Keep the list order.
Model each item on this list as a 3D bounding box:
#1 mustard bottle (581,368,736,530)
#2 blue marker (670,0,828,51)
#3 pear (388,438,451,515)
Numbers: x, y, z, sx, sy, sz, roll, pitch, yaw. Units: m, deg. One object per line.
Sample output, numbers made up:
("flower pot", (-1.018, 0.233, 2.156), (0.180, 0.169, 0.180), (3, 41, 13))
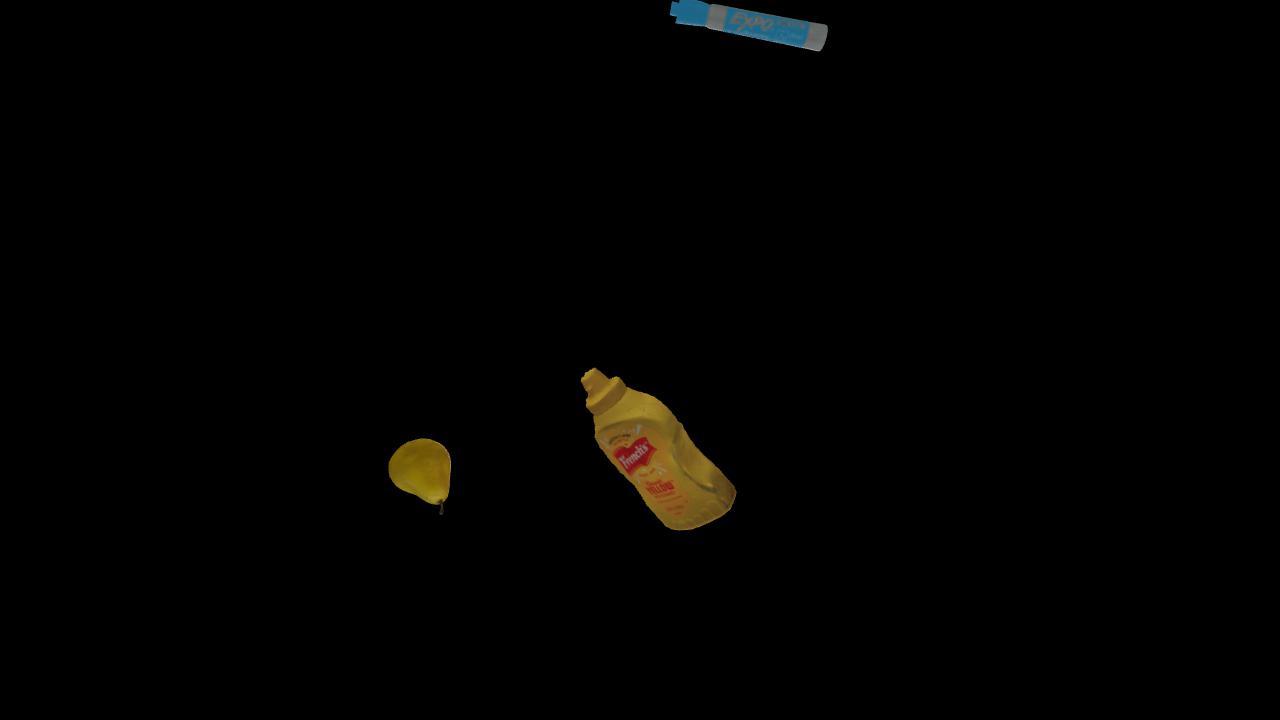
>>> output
("mustard bottle", (0.006, 0.081, 0.594), (0.092, 0.184, 0.054), (-25, 18, 46))
("blue marker", (0.083, -0.258, 0.472), (0.121, 0.020, 0.020), (9, -1, -4))
("pear", (-0.278, 0.156, 0.817), (0.111, 0.080, 0.080), (41, 17, 21))
